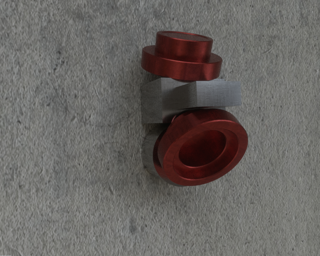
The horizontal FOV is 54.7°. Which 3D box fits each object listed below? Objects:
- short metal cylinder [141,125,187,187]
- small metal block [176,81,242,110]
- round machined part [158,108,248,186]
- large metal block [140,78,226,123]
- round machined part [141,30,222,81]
[{"bbox_3d":[0.020,0.033,0.407,0.081,0.050,0.079,0,90,-21],"label":"short metal cylinder"},{"bbox_3d":[0.051,-0.034,0.331,0.050,0.050,0.025,-3,91,-20],"label":"small metal block"},{"bbox_3d":[0.044,0.017,0.348,0.099,0.042,0.097,-11,132,-13],"label":"round machined part"},{"bbox_3d":[0.026,-0.032,0.391,0.081,0.080,0.050,-2,91,-20],"label":"large metal block"},{"bbox_3d":[0.027,-0.092,0.378,0.099,0.098,0.042,-2,116,-20],"label":"round machined part"}]
